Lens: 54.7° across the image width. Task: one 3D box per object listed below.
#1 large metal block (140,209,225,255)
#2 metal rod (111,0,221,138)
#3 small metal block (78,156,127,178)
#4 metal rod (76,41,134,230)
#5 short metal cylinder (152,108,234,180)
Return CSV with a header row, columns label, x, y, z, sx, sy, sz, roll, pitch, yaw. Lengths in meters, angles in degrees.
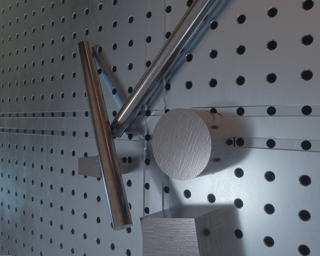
label,x,y,z,sx,sy,sz,roll,pitch,yaw
large metal block,0.027,0.142,0.369,0.080,0.050,0.080,-13,82,39
metal rod,0.016,-0.099,0.394,0.298,0.025,0.025,-52,60,27
small metal block,-0.086,0.056,0.461,0.050,0.050,0.025,0,90,39
metal rod,-0.085,-0.006,0.445,0.025,0.025,0.299,-36,58,34
short metal cylinder,0.038,0.018,0.361,0.080,0.050,0.079,0,90,39
